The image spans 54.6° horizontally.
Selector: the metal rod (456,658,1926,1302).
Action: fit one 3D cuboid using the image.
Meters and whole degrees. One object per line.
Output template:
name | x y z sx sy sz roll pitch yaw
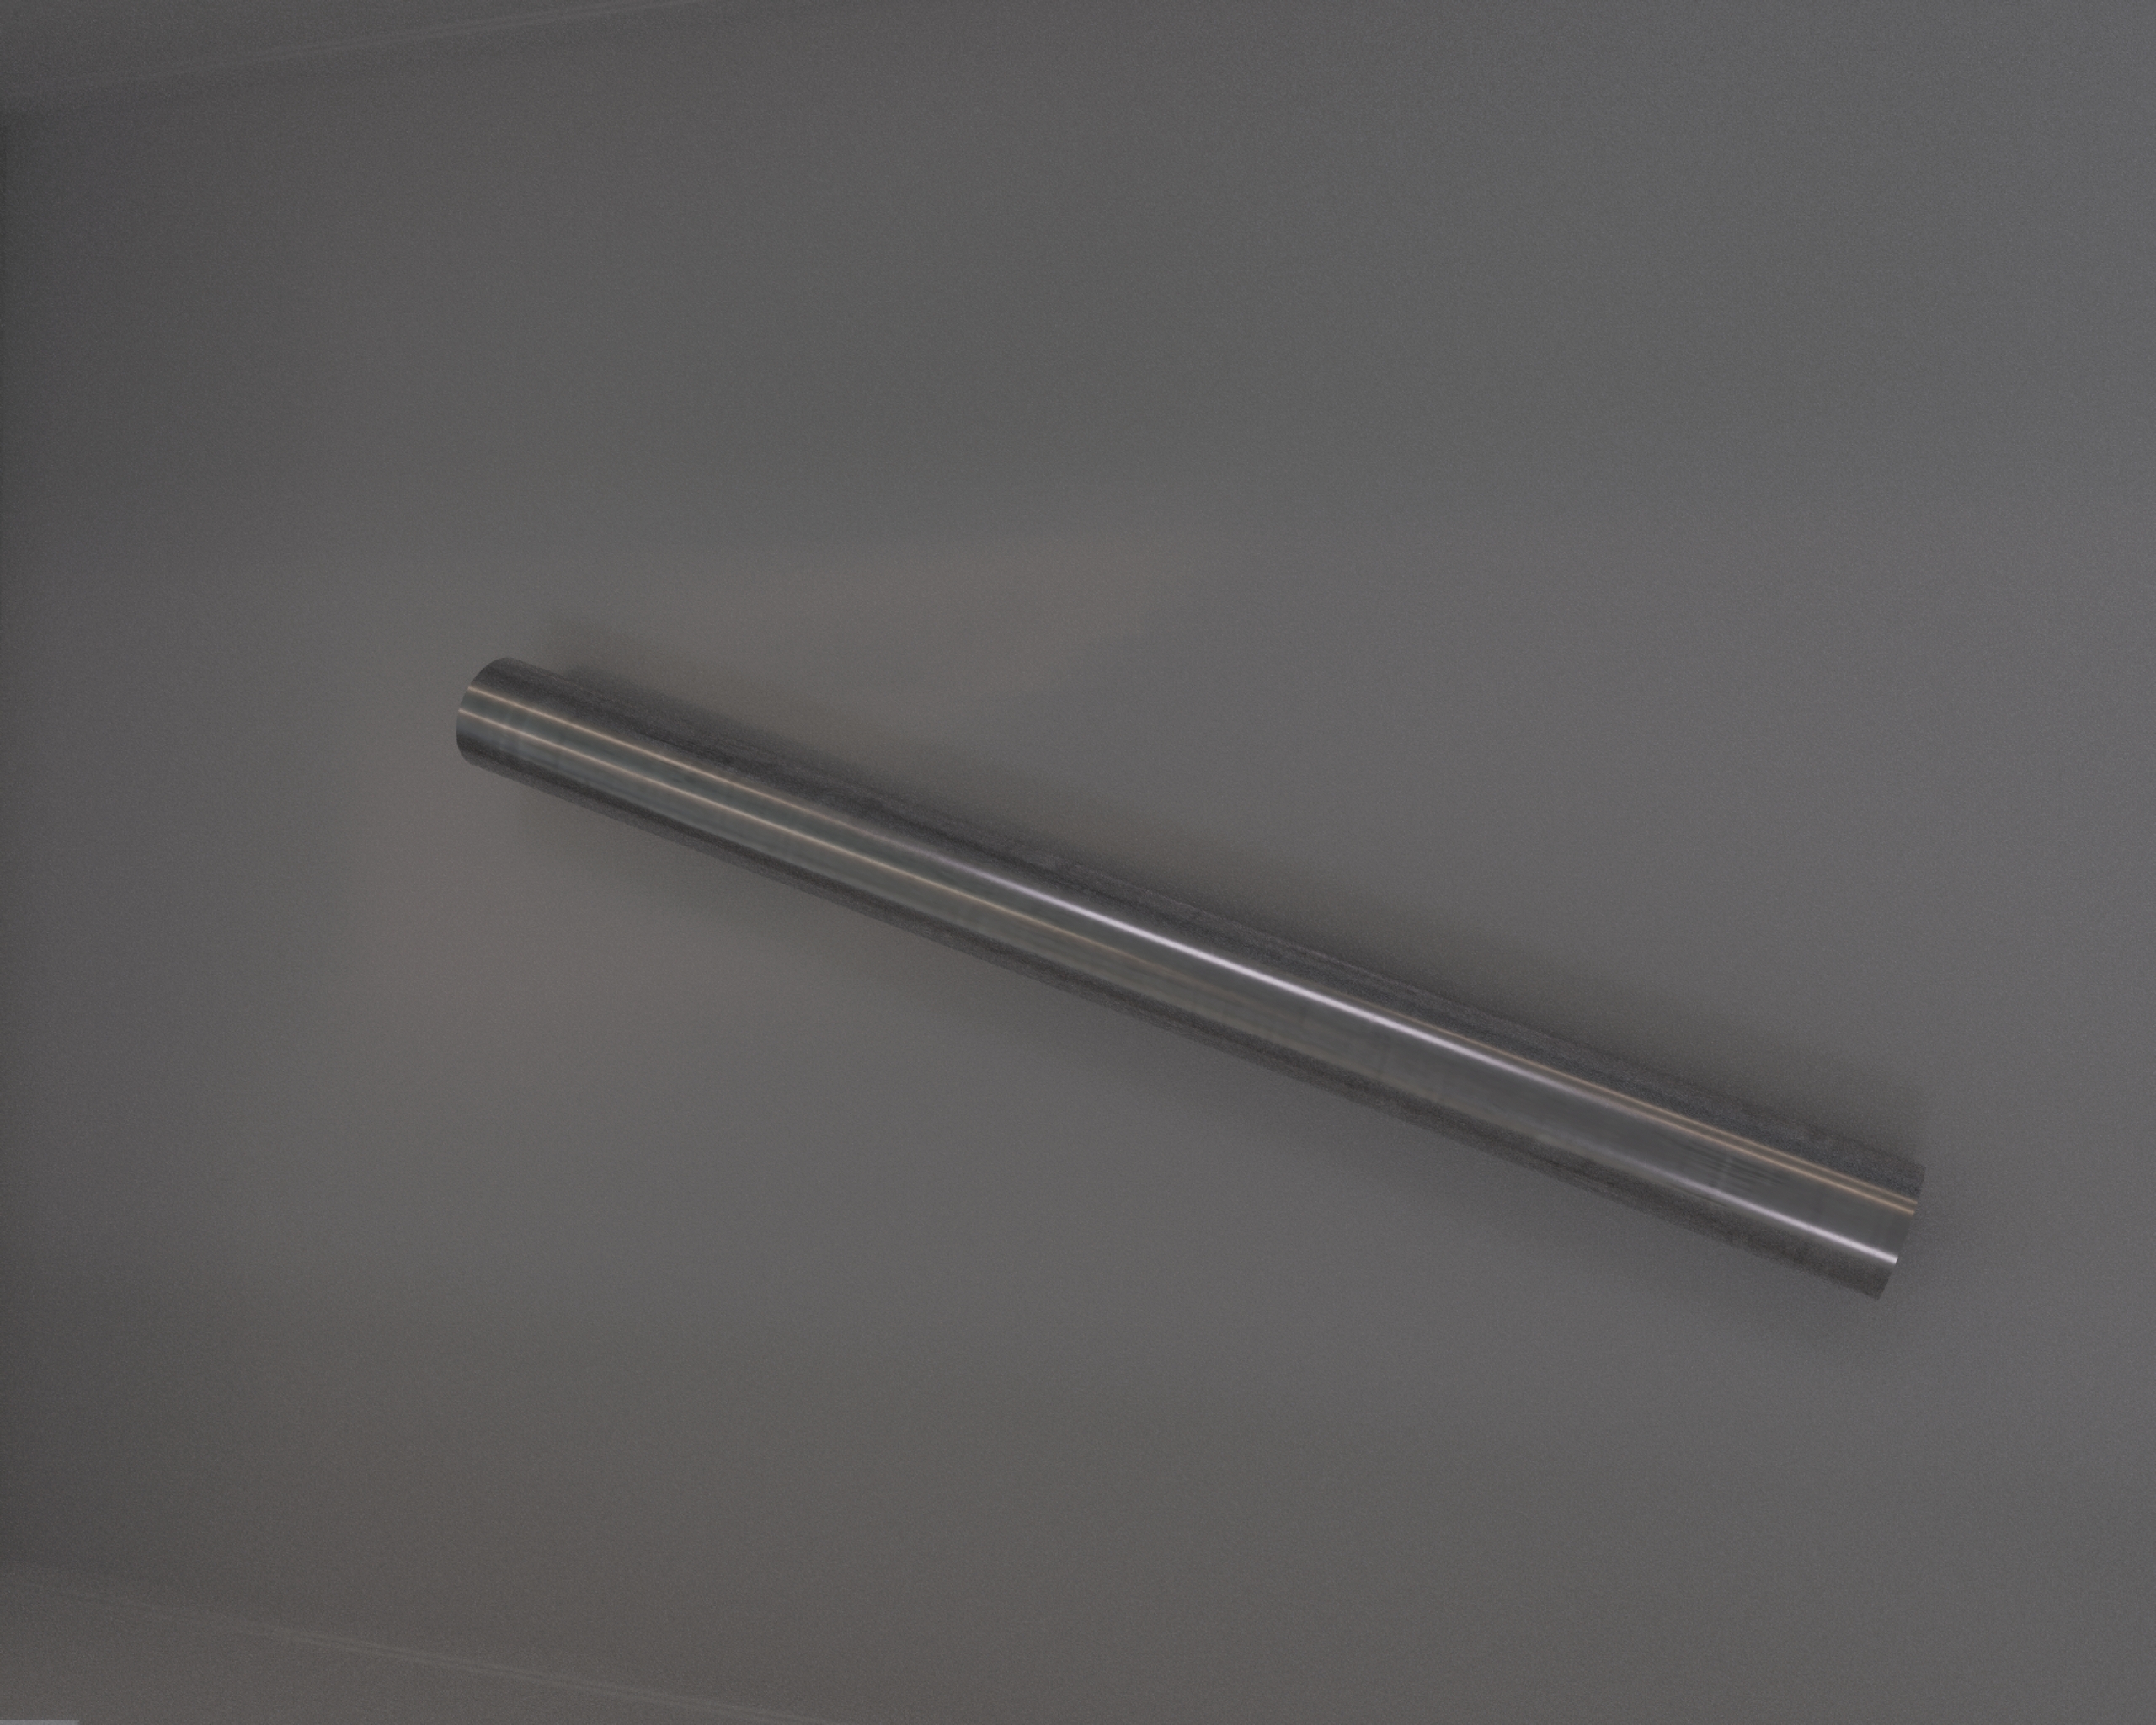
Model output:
metal rod | 0.007 0.016 0.406 0.301 0.025 0.025 20 97 19
